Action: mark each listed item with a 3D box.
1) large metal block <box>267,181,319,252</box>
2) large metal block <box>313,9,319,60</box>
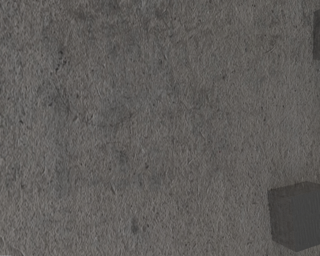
[{"bbox_3d":[0.218,0.132,0.476,0.081,0.050,0.080,-8,93,-20],"label":"large metal block"},{"bbox_3d":[0.293,-0.153,0.487,0.050,0.080,0.080,1,90,-20],"label":"large metal block"}]
